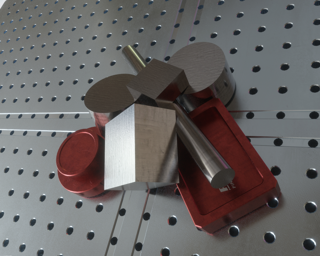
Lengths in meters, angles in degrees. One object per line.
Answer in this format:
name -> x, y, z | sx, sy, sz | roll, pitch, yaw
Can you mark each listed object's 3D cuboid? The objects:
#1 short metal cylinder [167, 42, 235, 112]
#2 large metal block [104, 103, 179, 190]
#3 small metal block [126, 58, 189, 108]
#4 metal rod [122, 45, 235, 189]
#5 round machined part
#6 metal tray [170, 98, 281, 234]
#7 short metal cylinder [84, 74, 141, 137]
short metal cylinder -> 0.051, -0.063, 0.400 | 0.080, 0.050, 0.080 | -13, 56, 21
large metal block -> -0.024, 0.026, 0.350 | 0.080, 0.050, 0.080 | -27, 60, 55
small metal block -> -0.003, -0.051, 0.368 | 0.050, 0.025, 0.050 | 30, 70, 38
metal rod -> 0.004, -0.038, 0.393 | 0.025, 0.025, 0.300 | -37, 42, 4
round machined part -> -0.100, 0.040, 0.420 | 0.098, 0.042, 0.098 | -13, 56, 21
metal tray -> 0.058, 0.037, 0.347 | 0.090, 0.030, 0.130 | -31, 52, 7
short metal cylinder -> -0.055, -0.029, 0.420 | 0.080, 0.050, 0.080 | -8, 44, 9
